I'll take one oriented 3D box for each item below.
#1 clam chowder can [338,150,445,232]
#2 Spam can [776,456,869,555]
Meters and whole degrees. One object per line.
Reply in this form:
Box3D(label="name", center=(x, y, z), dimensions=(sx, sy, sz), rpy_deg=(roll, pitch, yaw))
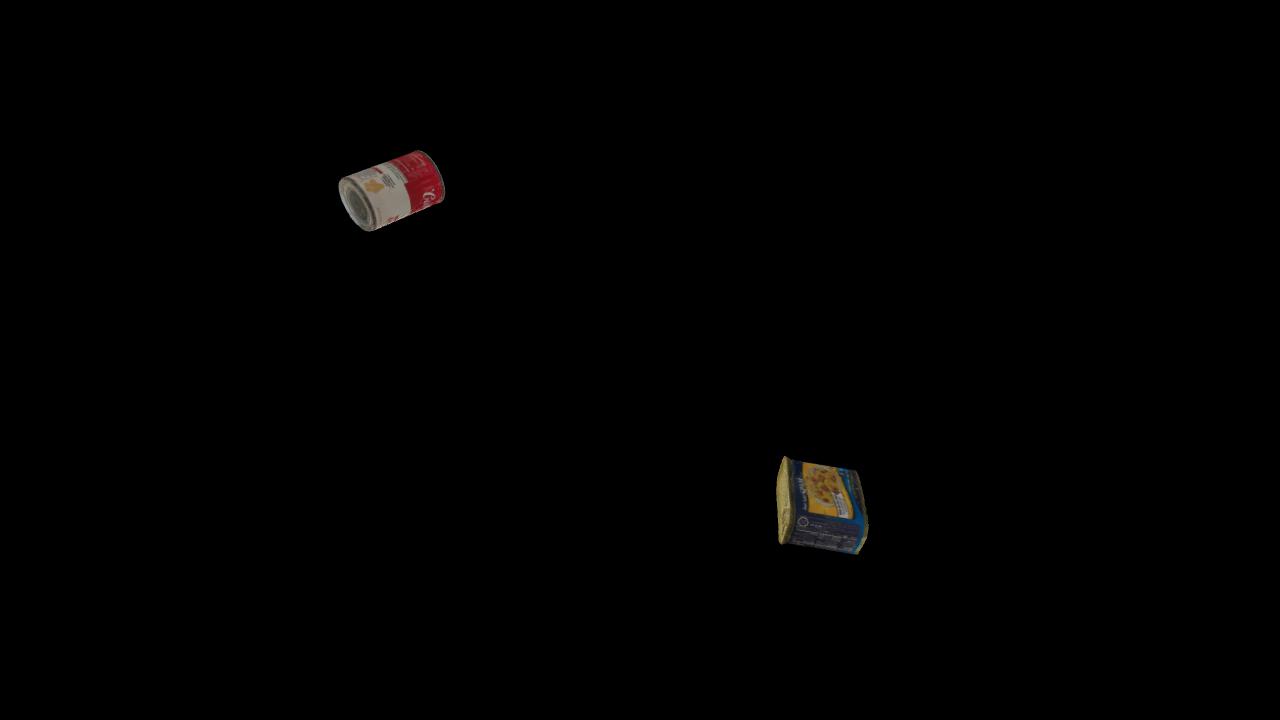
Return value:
Box3D(label="clam chowder can", center=(-0.299, -0.205, 0.743), dimensions=(0.068, 0.068, 0.102), rpy_deg=(0, 30, 48))
Box3D(label="Spam can", center=(0.202, 0.163, 0.691), dimensions=(0.085, 0.058, 0.101), rpy_deg=(8, 36, 4))
